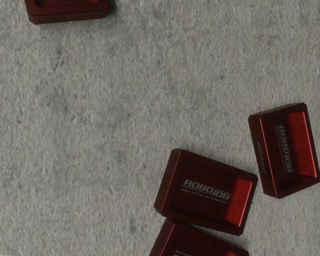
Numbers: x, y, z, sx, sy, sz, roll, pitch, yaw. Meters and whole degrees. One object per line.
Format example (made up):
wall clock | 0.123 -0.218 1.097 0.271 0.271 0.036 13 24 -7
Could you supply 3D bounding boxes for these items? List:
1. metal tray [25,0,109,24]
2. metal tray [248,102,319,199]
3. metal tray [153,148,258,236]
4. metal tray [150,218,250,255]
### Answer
metal tray | -0.119 -0.194 0.362 0.091 0.030 0.129 -13 95 -20
metal tray | 0.194 0.033 0.479 0.091 0.030 0.129 -16 96 -20
metal tray | 0.066 0.090 0.432 0.131 0.030 0.090 20 83 -19
metal tray | 0.051 0.188 0.426 0.131 0.030 0.090 28 81 -18
